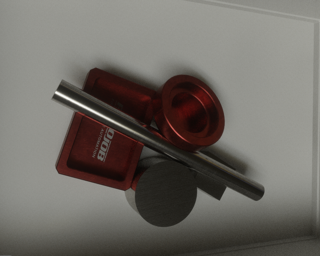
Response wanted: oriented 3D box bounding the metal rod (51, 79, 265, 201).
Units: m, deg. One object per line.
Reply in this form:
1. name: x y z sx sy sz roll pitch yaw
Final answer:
1. metal rod: 0.014 0.025 0.384 0.301 0.025 0.025 28 81 -21

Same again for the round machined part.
1. round machined part: 0.032 -0.016 0.400 0.099 0.042 0.098 15 61 -28

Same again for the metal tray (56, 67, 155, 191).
1. metal tray: -0.064 0.003 0.382 0.091 0.030 0.129 20 83 -19

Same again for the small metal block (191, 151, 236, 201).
1. small metal block: 0.070 0.066 0.436 0.050 0.025 0.050 33 79 -17

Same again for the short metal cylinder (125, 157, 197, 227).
1. short metal cylinder: 0.000 0.079 0.396 0.081 0.050 0.079 0 90 -21
